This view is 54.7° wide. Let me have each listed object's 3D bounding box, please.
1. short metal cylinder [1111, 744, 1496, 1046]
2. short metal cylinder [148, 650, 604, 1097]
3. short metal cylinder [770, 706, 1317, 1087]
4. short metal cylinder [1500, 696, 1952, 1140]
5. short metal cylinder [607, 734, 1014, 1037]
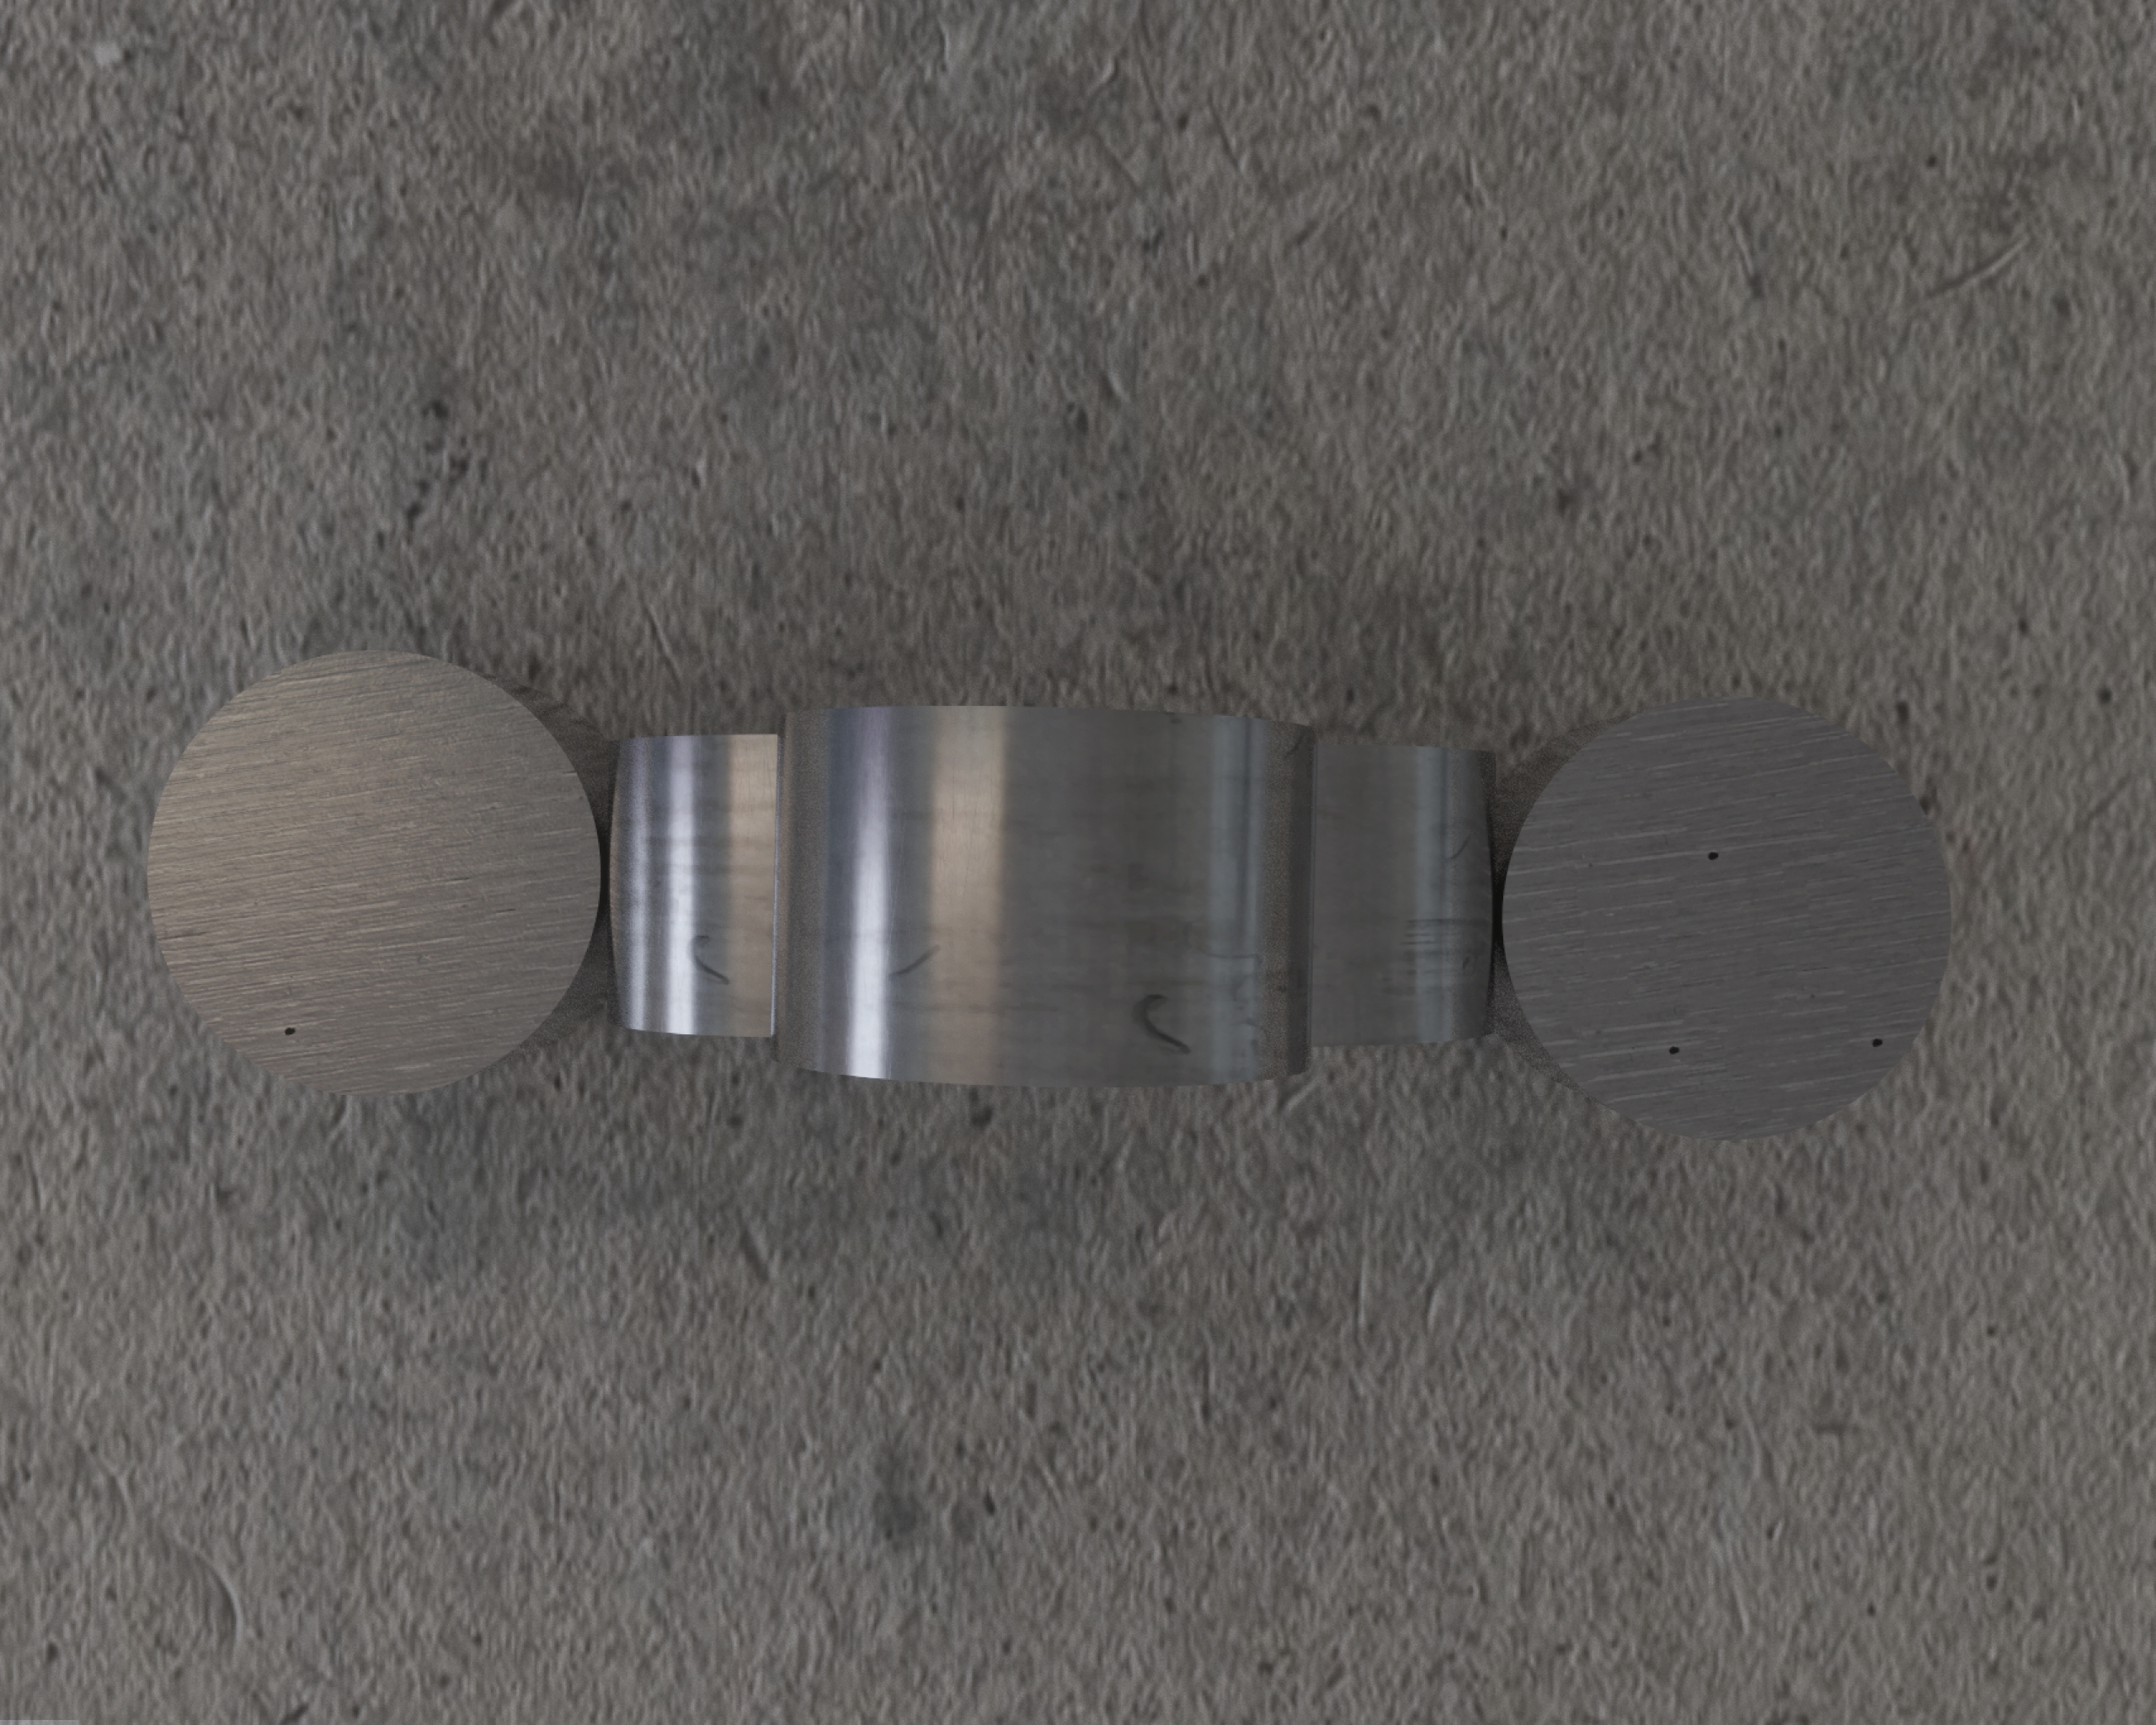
[{"bbox_3d":[0.036,0.005,0.383,0.081,0.080,0.050,0,90,0],"label":"short metal cylinder"},{"bbox_3d":[-0.125,0.002,0.396,0.081,0.050,0.080,0,90,0],"label":"short metal cylinder"},{"bbox_3d":[-0.005,0.004,0.313,0.081,0.080,0.050,1,90,0],"label":"short metal cylinder"},{"bbox_3d":[0.116,0.010,0.398,0.081,0.050,0.080,0,90,0],"label":"short metal cylinder"},{"bbox_3d":[-0.045,0.004,0.382,0.081,0.080,0.050,0,90,0],"label":"short metal cylinder"}]
